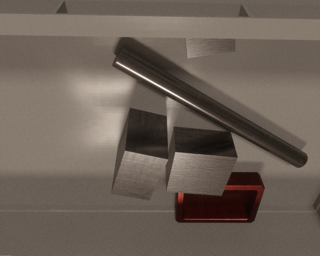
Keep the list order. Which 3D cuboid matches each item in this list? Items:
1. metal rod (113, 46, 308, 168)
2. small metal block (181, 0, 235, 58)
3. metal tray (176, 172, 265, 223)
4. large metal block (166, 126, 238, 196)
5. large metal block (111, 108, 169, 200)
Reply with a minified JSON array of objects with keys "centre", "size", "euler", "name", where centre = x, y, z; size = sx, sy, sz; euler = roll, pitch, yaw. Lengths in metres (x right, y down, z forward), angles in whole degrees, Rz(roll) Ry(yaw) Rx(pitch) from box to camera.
[{"centre":[0.079,-0.016,0.396],"size":[0.301,0.025,0.025],"euler":[27,125,-22],"name":"metal rod"},{"centre":[0.050,-0.104,0.321],"size":[0.050,0.025,0.050],"euler":[-7,130,5],"name":"small metal block"},{"centre":[0.092,0.113,0.499],"size":[0.131,0.030,0.089],"euler":[1,127,-1],"name":"metal tray"},{"centre":[0.054,0.048,0.434],"size":[0.081,0.050,0.079],"euler":[5,130,-5],"name":"large metal block"},{"centre":[-0.026,0.034,0.401],"size":[0.050,0.080,0.079],"euler":[13,129,-11],"name":"large metal block"}]
